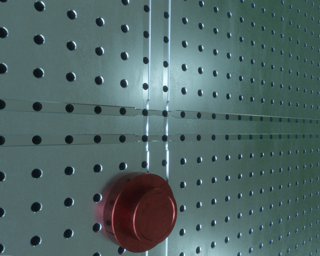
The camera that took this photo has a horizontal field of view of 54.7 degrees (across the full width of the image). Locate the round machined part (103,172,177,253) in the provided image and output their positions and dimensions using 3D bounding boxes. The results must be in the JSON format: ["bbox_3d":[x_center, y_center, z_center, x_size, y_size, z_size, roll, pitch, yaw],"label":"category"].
[{"bbox_3d":[-0.017,0.106,0.386,0.099,0.042,0.097,0,90,-40],"label":"round machined part"}]
